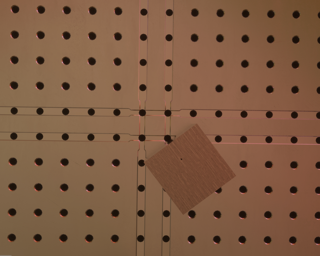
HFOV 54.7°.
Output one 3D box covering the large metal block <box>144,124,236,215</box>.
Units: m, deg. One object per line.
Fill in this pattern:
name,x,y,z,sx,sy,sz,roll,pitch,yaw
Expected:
large metal block,0.036,0.050,0.401,0.080,0.050,0.080,-37,90,0
